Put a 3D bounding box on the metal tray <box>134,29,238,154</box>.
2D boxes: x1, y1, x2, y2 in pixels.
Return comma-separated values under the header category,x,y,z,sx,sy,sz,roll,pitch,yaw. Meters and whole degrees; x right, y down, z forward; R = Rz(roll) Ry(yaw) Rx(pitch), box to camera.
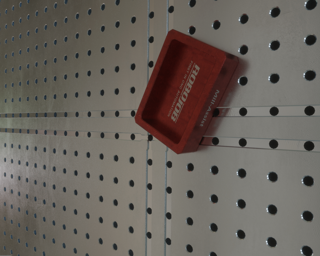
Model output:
category,x,y,z,sx,sy,sz,roll,pitch,yaw
metal tray,0.027,-0.044,0.384,0.090,0.030,0.129,36,112,34
